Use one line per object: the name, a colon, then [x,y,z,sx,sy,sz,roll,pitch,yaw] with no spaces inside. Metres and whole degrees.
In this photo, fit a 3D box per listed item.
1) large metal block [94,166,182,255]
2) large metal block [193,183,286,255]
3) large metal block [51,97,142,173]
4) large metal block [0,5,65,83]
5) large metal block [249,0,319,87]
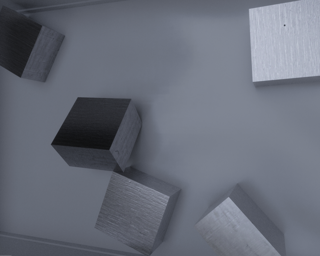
large metal block: [-0.028,0.105,0.407,0.080,0.050,0.080,21,97,18]
large metal block: [0.092,0.116,0.349,0.050,0.080,0.080,-45,76,15]
large metal block: [-0.079,0.007,0.404,0.080,0.050,0.080,4,52,20]
large metal block: [-0.205,-0.125,0.470,0.080,0.050,0.080,30,100,17]
large metal block: [0.145,-0.092,0.346,0.080,0.050,0.080,-3,89,20]
